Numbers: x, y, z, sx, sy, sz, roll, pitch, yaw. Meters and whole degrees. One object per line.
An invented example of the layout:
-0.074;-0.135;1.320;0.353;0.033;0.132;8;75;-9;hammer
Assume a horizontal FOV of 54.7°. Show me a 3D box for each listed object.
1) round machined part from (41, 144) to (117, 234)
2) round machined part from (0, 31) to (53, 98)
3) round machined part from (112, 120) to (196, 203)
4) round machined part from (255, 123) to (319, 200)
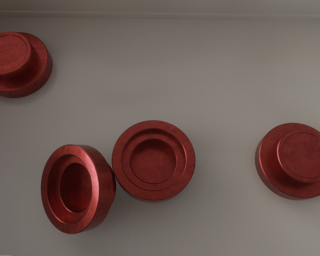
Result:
-0.090;0.068;0.358;0.098;0.042;0.097;-3;84;34;round machined part
-0.207;-0.095;0.434;0.099;0.042;0.098;0;70;0;round machined part
-0.008;0.043;0.383;0.099;0.042;0.098;1;69;-3;round machined part
0.174;0.039;0.387;0.099;0.042;0.098;0;70;0;round machined part
